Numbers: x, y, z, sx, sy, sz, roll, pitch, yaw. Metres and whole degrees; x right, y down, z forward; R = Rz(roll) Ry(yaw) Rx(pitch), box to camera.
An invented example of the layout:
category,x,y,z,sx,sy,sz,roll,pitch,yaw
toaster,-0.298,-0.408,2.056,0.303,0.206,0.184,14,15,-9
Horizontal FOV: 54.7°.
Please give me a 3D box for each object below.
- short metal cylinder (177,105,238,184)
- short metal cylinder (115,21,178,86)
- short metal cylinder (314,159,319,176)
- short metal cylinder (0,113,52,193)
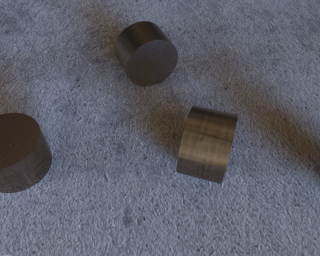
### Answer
category,x,y,z,sx,sy,sz,roll,pitch,yaw
short metal cylinder,0.054,0.018,0.352,0.050,0.080,0.080,14,51,11
short metal cylinder,-0.020,-0.109,0.459,0.081,0.080,0.050,-19,53,-15
short metal cylinder,0.219,0.041,0.334,0.081,0.080,0.050,-20,53,-16
short metal cylinder,-0.174,0.028,0.362,0.080,0.050,0.080,0,50,0
